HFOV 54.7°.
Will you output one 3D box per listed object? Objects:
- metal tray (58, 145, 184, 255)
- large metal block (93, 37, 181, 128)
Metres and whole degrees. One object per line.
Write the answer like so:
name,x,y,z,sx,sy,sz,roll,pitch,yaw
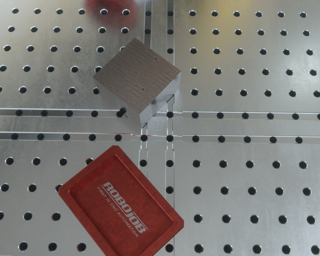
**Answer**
metal tray,-0.046,0.097,0.373,0.090,0.030,0.130,-40,75,-13
large metal block,-0.029,-0.061,0.420,0.080,0.050,0.080,39,74,13
